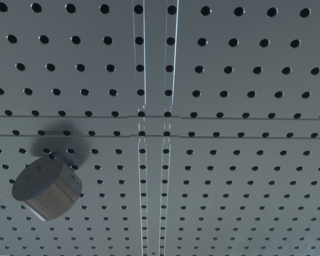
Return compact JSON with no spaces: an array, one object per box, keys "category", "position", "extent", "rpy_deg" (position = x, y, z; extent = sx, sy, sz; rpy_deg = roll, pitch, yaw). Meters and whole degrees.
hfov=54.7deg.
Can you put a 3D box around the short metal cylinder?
[{"category":"short metal cylinder","position":[-0.161,0.084,0.445],"extent":[0.080,0.080,0.050],"rpy_deg":[-17,128,14]}]
